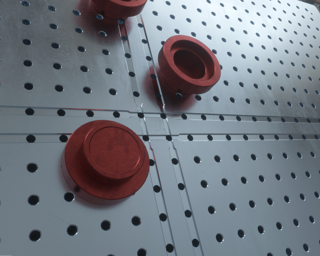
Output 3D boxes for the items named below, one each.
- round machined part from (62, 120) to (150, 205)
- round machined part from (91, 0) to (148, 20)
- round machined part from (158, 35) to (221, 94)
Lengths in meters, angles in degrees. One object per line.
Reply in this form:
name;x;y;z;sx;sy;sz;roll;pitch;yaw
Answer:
round machined part;-0.056;0.033;0.348;0.099;0.042;0.098;14;56;-21
round machined part;-0.071;-0.211;0.489;0.099;0.042;0.098;14;56;-21
round machined part;0.041;-0.092;0.477;0.099;0.042;0.098;14;56;-21
